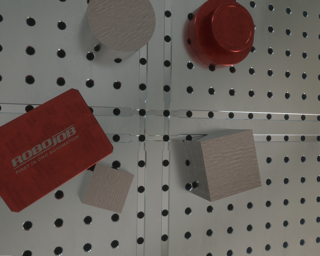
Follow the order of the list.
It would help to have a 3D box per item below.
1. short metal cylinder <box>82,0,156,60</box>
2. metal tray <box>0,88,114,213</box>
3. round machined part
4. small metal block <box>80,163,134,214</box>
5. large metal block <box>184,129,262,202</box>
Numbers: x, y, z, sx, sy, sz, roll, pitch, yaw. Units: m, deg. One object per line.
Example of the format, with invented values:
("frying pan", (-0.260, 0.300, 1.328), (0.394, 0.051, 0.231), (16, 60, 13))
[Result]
("short metal cylinder", (-0.052, -0.128, 0.381), (0.081, 0.050, 0.079), (0, 90, -20))
("metal tray", (-0.133, 0.023, 0.361), (0.131, 0.030, 0.090), (-33, 101, -17))
("round machined part", (0.093, -0.137, 0.439), (0.099, 0.042, 0.097), (0, 90, -21))
("small metal block", (-0.067, 0.074, 0.389), (0.050, 0.025, 0.050), (21, 83, -19))
("large metal block", (0.087, 0.049, 0.433), (0.081, 0.050, 0.079), (-12, 94, -20))
